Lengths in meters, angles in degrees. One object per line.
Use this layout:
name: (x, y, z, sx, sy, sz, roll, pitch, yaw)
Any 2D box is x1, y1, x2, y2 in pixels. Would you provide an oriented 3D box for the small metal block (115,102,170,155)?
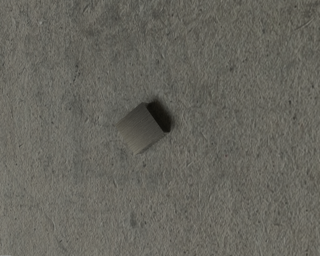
small metal block: (-0.024, 0.001, 0.418, 0.050, 0.025, 0.050, -38, 78, 15)
